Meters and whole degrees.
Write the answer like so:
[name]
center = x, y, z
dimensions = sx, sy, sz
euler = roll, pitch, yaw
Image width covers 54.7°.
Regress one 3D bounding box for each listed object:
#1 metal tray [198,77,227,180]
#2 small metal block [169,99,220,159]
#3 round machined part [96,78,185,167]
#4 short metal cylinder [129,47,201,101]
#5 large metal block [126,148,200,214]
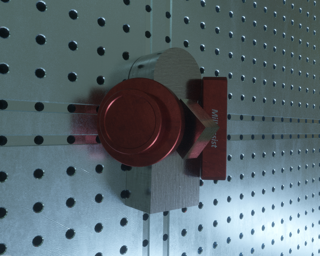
[metal tray]
center = 0.070, 0.001, 0.427
dimensions = 0.030, 0.090, 0.129
euler = 1, 89, 3
[small metal block]
center = 0.034, 0.001, 0.366
dimensions = 0.025, 0.050, 0.050
euler = 0, 133, -43
[round machined part]
center = -0.025, -0.006, 0.335
dimensions = 0.042, 0.098, 0.097
euler = 4, 87, -73
[short metal cylinder]
center = 0.008, -0.059, 0.398
dimensions = 0.081, 0.050, 0.080
euler = 0, 90, -40
[large metal block]
center = 0.005, 0.059, 0.397
dimensions = 0.081, 0.050, 0.080
euler = 3, 88, -40
